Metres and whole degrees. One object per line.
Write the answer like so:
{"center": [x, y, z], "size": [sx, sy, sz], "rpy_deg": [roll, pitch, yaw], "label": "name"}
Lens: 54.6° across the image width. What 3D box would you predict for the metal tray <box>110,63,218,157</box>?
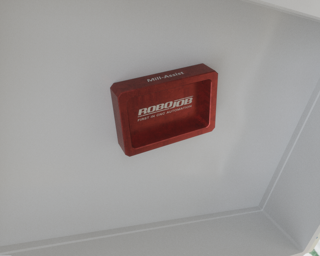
{"center": [0.009, -0.024, 0.394], "size": [0.131, 0.030, 0.089], "rpy_deg": [-16, 125, -19], "label": "metal tray"}
